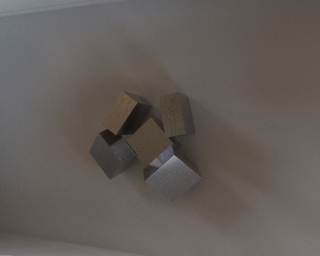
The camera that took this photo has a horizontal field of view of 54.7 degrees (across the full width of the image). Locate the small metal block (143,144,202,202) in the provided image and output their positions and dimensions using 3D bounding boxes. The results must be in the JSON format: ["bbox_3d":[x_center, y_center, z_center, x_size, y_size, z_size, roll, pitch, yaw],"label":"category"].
[{"bbox_3d":[0.015,0.057,0.389,0.050,0.025,0.050,-43,114,14],"label":"small metal block"}]

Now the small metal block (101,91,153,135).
[{"bbox_3d":[-0.042,-0.018,0.409,0.025,0.050,0.050,38,102,16],"label":"small metal block"}]

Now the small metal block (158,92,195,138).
[{"bbox_3d":[0.022,-0.015,0.386,0.025,0.050,0.050,-12,86,18],"label":"small metal block"}]

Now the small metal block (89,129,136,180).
[{"bbox_3d":[-0.065,0.034,0.418,0.050,0.025,0.050,51,138,12],"label":"small metal block"}]

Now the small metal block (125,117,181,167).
[{"bbox_3d":[-0.009,0.021,0.410,0.050,0.025,0.050,-44,77,14],"label":"small metal block"}]
